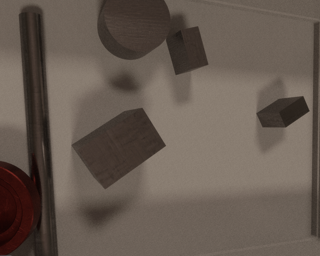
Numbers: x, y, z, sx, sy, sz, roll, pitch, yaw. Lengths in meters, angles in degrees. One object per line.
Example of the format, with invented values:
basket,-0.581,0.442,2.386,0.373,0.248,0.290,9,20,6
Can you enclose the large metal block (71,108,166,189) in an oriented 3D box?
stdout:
large metal block,-0.052,0.020,0.363,0.080,0.080,0.050,-35,102,-17

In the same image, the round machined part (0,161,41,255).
round machined part,-0.175,0.082,0.327,0.099,0.042,0.097,0,93,-1

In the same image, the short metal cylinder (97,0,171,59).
short metal cylinder,-0.033,-0.130,0.385,0.081,0.050,0.079,0,90,-21

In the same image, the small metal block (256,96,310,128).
small metal block,0.185,-0.024,0.467,0.050,0.050,0.025,-30,100,-18

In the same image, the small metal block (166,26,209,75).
small metal block,0.035,-0.101,0.411,0.025,0.050,0.050,-18,97,-19

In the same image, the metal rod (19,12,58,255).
metal rod,-0.140,0.020,0.359,0.025,0.025,0.298,-4,91,-20
